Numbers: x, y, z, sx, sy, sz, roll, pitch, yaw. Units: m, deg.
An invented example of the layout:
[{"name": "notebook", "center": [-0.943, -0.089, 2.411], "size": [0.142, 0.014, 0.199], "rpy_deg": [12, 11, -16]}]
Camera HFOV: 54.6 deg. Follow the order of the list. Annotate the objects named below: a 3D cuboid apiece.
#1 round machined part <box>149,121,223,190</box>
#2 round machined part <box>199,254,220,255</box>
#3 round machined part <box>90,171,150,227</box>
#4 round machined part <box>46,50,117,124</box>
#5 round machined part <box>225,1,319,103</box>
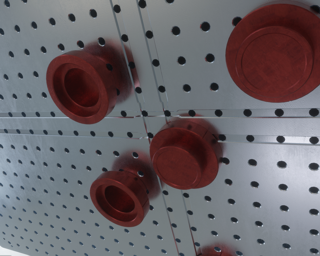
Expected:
[{"name": "round machined part", "center": [0.030, 0.043, 0.411], "size": [0.098, 0.042, 0.097], "rpy_deg": [13, 124, 21]}, {"name": "round machined part", "center": [0.093, 0.260, 0.512], "size": [0.098, 0.042, 0.097], "rpy_deg": [13, 124, 21]}, {"name": "round machined part", "center": [-0.060, 0.108, 0.500], "size": [0.098, 0.042, 0.097], "rpy_deg": [13, 124, 21]}, {"name": "round machined part", "center": [-0.100, -0.057, 0.418], "size": [0.098, 0.042, 0.097], "rpy_deg": [13, 124, 21]}, {"name": "round machined part", "center": [0.112, -0.068, 0.299], "size": [0.098, 0.042, 0.097], "rpy_deg": [13, 124, 21]}]
